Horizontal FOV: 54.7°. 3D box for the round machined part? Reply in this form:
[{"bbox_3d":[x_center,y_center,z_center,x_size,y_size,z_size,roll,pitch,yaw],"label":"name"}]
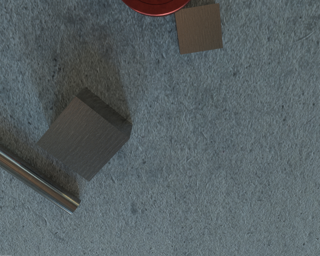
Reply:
[{"bbox_3d":[-0.004,-0.171,0.334,0.099,0.042,0.097,0,105,2],"label":"round machined part"}]

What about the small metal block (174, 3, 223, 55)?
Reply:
[{"bbox_3d":[0.045,-0.117,0.367,0.050,0.025,0.050,-9,110,2],"label":"small metal block"}]

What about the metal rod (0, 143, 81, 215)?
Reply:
[{"bbox_3d":[-0.235,0.022,0.414,0.300,0.025,0.025,40,105,-14],"label":"metal rod"}]

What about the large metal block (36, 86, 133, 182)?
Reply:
[{"bbox_3d":[-0.094,0.007,0.398,0.080,0.050,0.080,40,105,-14],"label":"large metal block"}]
